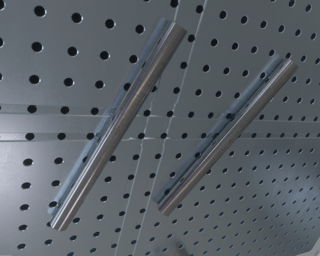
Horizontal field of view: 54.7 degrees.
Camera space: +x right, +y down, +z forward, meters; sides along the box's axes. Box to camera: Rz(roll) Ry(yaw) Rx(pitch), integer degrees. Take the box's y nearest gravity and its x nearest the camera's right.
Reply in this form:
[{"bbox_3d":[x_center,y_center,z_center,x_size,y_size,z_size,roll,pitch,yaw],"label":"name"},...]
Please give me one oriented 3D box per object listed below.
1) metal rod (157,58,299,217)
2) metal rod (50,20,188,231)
[{"bbox_3d":[0.100,0.019,0.477,0.025,0.025,0.299,34,99,-39],"label":"metal rod"},{"bbox_3d":[-0.058,0.007,0.384,0.025,0.025,0.299,23,106,-37],"label":"metal rod"}]
